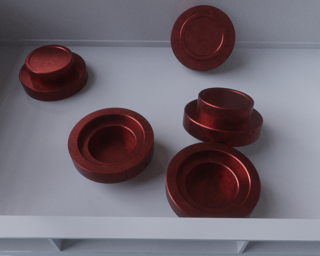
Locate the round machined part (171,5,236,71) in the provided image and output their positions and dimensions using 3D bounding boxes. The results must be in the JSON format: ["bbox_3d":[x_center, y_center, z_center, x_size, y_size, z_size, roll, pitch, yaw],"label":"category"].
[{"bbox_3d":[0.065,-0.136,0.471,0.099,0.097,0.042,5,9,4],"label":"round machined part"}]

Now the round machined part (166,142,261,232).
[{"bbox_3d":[0.055,0.066,0.339,0.099,0.042,0.098,0,50,0],"label":"round machined part"}]

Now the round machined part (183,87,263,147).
[{"bbox_3d":[0.080,-0.019,0.390,0.099,0.042,0.098,4,29,-2],"label":"round machined part"}]

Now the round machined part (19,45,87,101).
[{"bbox_3d":[-0.162,-0.089,0.468,0.099,0.042,0.098,0,50,0],"label":"round machined part"}]

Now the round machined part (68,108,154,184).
[{"bbox_3d":[-0.056,0.025,0.373,0.099,0.042,0.098,0,50,0],"label":"round machined part"}]
